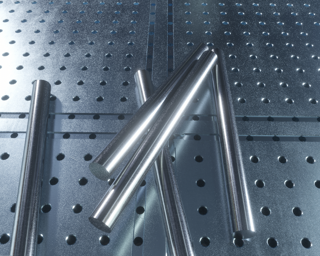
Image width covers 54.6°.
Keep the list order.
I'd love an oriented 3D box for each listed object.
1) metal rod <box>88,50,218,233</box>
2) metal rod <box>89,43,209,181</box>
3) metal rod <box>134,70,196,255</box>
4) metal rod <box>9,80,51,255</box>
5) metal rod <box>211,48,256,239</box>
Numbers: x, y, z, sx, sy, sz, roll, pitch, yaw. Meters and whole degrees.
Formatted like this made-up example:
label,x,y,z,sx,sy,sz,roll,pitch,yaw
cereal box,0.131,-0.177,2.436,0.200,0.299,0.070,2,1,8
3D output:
label,x,y,z,sx,sy,sz,roll,pitch,yaw
metal rod,0.010,-0.008,0.382,0.025,0.025,0.301,21,51,16
metal rod,0.004,-0.044,0.415,0.025,0.025,0.301,21,44,16
metal rod,0.000,0.033,0.379,0.025,0.025,0.300,-8,50,-7
metal rod,-0.150,0.051,0.364,0.025,0.025,0.300,-7,50,-6
metal rod,0.089,-0.006,0.413,0.025,0.025,0.300,1,50,1
